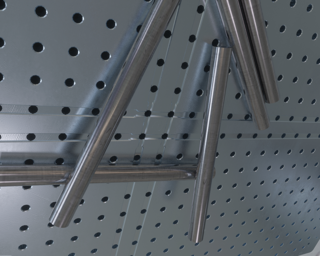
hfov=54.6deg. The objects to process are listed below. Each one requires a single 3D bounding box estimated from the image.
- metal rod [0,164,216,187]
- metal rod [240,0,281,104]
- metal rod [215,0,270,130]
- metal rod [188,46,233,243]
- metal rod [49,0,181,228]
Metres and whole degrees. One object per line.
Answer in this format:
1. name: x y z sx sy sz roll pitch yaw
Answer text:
1. metal rod: -0.049 0.061 0.421 0.302 0.025 0.025 4 117 -30
2. metal rod: 0.112 -0.146 0.380 0.025 0.025 0.299 -35 129 -5
3. metal rod: 0.104 -0.105 0.401 0.025 0.025 0.300 -35 129 -5
4. metal rod: 0.068 0.036 0.444 0.025 0.025 0.298 -6 113 -25
5. metal rod: -0.053 -0.019 0.349 0.025 0.025 0.299 21 101 -36
